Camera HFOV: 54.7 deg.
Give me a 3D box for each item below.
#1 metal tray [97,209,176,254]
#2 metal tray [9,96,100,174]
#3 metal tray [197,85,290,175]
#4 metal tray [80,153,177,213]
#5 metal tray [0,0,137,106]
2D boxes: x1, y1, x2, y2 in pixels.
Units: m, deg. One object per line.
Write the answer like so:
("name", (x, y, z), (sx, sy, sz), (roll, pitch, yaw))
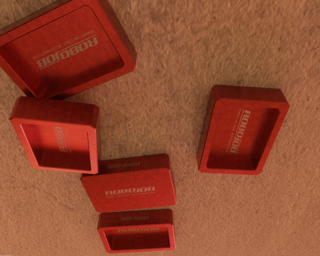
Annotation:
("metal tray", (-0.039, 0.190, 0.564), (0.131, 0.030, 0.089), (-4, 130, 3))
("metal tray", (-0.123, 0.015, 0.390), (0.091, 0.030, 0.129), (6, 147, -6))
("metal tray", (0.104, 0.008, 0.411), (0.091, 0.030, 0.129), (3, 130, -4))
("metal tray", (-0.045, 0.087, 0.478), (0.131, 0.030, 0.089), (-7, 130, 5))
("metal tray", (-0.102, -0.082, 0.332), (0.130, 0.030, 0.090), (-19, 128, 15))
